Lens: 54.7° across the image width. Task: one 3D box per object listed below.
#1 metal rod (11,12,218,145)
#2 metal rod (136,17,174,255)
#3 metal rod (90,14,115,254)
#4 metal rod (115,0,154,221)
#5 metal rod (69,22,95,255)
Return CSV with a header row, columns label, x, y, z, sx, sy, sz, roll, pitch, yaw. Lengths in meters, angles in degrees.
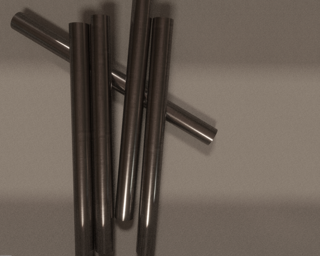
label,x,y,z,sx,sy,sz,roll,pitch,yaw
metal rod,-0.059,-0.065,0.410,0.301,0.025,0.025,31,90,-1
metal rod,-0.008,0.017,0.391,0.025,0.025,0.298,4,98,-1
metal rod,-0.073,0.013,0.394,0.025,0.025,0.298,0,97,-1
metal rod,-0.033,-0.028,0.387,0.025,0.025,0.298,6,99,-1
metal rod,-0.099,0.021,0.395,0.025,0.025,0.298,0,96,-1
